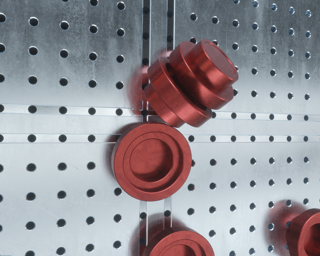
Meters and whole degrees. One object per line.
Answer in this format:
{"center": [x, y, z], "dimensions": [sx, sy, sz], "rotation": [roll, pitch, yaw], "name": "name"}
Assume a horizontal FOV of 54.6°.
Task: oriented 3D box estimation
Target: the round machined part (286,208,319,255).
{"center": [0.242, 0.176, 0.493], "dimensions": [0.099, 0.042, 0.097], "rotation": [0, 90, -20], "name": "round machined part"}

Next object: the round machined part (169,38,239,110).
{"center": [0.062, -0.075, 0.397], "dimensions": [0.098, 0.042, 0.098], "rotation": [31, 36, -27], "name": "round machined part"}

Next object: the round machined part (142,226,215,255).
{"center": [0.020, 0.179, 0.411], "dimensions": [0.099, 0.042, 0.097], "rotation": [0, 90, -20], "name": "round machined part"}

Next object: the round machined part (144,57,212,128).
{"center": [0.018, -0.039, 0.390], "dimensions": [0.042, 0.098, 0.098], "rotation": [-40, 106, 21], "name": "round machined part"}

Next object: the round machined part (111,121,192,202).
{"center": [-0.013, 0.040, 0.394], "dimensions": [0.099, 0.042, 0.097], "rotation": [-2, 98, -17], "name": "round machined part"}
